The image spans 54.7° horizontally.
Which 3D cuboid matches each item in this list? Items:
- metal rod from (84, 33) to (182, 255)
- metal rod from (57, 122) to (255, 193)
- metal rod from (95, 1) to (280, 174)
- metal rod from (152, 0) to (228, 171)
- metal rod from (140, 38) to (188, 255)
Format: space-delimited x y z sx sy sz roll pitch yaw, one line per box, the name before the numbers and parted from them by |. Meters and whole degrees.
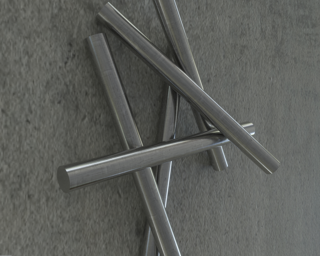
metal rod | -0.026 0.039 0.365 0.025 0.025 0.298 -24 99 -38
metal rod | 0.025 0.024 0.376 0.302 0.025 0.025 -11 97 -42
metal rod | 0.045 -0.040 0.391 0.300 0.025 0.025 40 64 -15
metal rod | 0.043 -0.058 0.412 0.025 0.025 0.299 -45 127 -31
metal rod | 0.007 0.023 0.412 0.025 0.025 0.298 13 82 -40
